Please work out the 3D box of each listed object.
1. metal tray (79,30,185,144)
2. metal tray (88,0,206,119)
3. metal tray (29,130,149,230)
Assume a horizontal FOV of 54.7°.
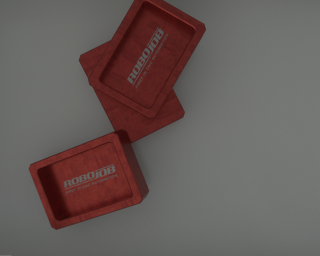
[{"bbox_3d":[-0.036,-0.053,0.408,0.090,0.030,0.130,-27,90,-1],"label":"metal tray"},{"bbox_3d":[-0.015,-0.086,0.378,0.090,0.030,0.130,30,90,-1],"label":"metal tray"},{"bbox_3d":[-0.090,0.066,0.391,0.130,0.030,0.090,-21,90,15],"label":"metal tray"}]
